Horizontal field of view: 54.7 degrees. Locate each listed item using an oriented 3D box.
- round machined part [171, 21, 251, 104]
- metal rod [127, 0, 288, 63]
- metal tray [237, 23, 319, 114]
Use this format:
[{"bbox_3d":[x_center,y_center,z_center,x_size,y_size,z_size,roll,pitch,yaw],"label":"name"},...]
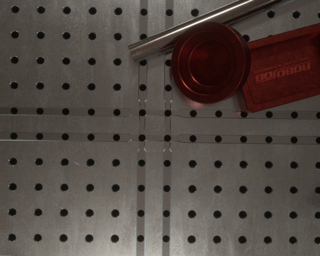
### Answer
[{"bbox_3d":[0.067,-0.081,0.390,0.098,0.042,0.097,7,103,33],"label":"round machined part"},{"bbox_3d":[0.101,-0.156,0.414,0.301,0.025,0.025,-23,90,-1],"label":"metal rod"},{"bbox_3d":[0.165,-0.078,0.412,0.131,0.030,0.090,-15,90,-1],"label":"metal tray"}]
